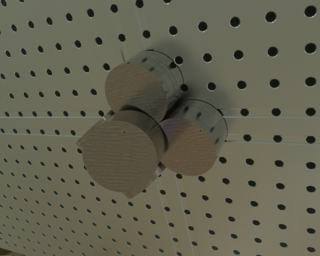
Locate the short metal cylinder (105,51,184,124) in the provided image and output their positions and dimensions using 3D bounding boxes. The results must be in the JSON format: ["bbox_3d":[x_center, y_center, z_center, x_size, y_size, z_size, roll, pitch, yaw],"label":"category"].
[{"bbox_3d":[-0.018,-0.047,0.373,0.080,0.050,0.079,13,124,20],"label":"short metal cylinder"}]

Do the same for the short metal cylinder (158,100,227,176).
[{"bbox_3d":[0.037,0.012,0.381,0.080,0.050,0.079,13,124,20],"label":"short metal cylinder"}]

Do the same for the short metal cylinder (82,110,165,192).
[{"bbox_3d":[-0.038,0.024,0.345,0.080,0.050,0.079,2,106,9],"label":"short metal cylinder"}]

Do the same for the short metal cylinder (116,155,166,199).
[{"bbox_3d":[-0.032,0.049,0.421,0.050,0.080,0.080,47,129,-5],"label":"short metal cylinder"}]

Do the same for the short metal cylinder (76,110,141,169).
[{"bbox_3d":[-0.065,0.012,0.415,0.050,0.080,0.080,47,129,-5],"label":"short metal cylinder"}]
